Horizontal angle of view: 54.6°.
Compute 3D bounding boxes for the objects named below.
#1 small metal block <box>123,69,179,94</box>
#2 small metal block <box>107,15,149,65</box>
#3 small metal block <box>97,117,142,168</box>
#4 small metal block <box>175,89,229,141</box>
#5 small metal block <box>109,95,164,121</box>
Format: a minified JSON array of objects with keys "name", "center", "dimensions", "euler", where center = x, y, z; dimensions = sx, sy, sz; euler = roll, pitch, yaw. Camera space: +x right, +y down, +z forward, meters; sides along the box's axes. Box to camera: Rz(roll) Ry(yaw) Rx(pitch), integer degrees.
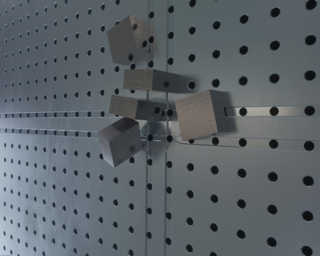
[{"name":"small metal block","center":[-0.012,-0.060,0.404],"dimensions":[0.050,0.050,0.025],"euler":[8,96,40]},{"name":"small metal block","center":[-0.047,-0.126,0.450],"dimensions":[0.050,0.025,0.050],"euler":[-21,77,38]},{"name":"small metal block","center":[-0.054,0.018,0.427],"dimensions":[0.025,0.050,0.050],"euler":[32,141,35]},{"name":"small metal block","center":[0.049,-0.014,0.370],"dimensions":[0.050,0.025,0.050],"euler":[-16,80,39]},{"name":"small metal block","center":[-0.032,-0.027,0.420],"dimensions":[0.050,0.050,0.025],"euler":[15,97,39]}]
